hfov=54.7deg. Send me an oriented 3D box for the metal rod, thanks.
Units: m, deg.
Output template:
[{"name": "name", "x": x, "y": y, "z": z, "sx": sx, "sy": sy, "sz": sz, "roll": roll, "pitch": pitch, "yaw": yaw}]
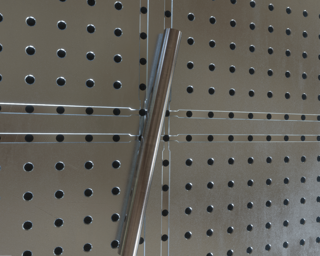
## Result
[{"name": "metal rod", "x": -0.012, "y": 0.016, "z": 0.409, "sx": 0.025, "sy": 0.025, "sz": 0.298, "roll": 13, "pitch": 86, "yaw": -20}]
